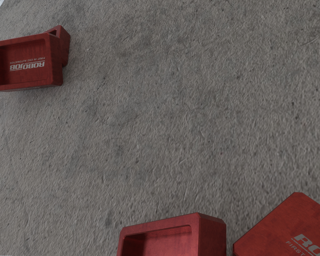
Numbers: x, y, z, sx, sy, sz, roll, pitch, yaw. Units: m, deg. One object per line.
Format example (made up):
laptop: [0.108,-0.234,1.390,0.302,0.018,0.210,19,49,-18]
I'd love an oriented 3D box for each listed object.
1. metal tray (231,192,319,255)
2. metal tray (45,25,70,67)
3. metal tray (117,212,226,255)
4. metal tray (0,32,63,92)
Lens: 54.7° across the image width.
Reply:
metal tray: [0.131,0.118,0.234,0.091,0.030,0.130,-29,45,-25]
metal tray: [-0.243,-0.142,0.615,0.130,0.030,0.090,-18,54,17]
metal tray: [0.002,0.132,0.279,0.129,0.030,0.090,-30,45,48]
metal tray: [-0.243,-0.116,0.561,0.130,0.030,0.089,-4,91,17]
